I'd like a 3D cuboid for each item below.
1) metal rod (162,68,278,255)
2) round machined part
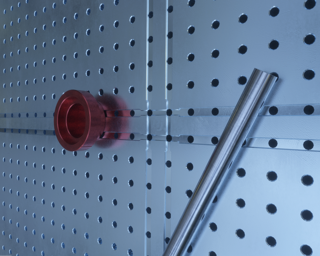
[{"bbox_3d":[0.054,0.074,0.364,0.025,0.025,0.298,35,112,34],"label":"metal rod"},{"bbox_3d":[-0.127,-0.012,0.503,0.098,0.042,0.097,0,90,40],"label":"round machined part"}]
